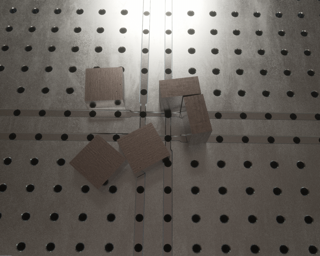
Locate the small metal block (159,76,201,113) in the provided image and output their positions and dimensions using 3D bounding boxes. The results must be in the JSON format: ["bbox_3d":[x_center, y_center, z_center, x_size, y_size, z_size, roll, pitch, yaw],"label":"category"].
[{"bbox_3d":[0.025,-0.044,0.415,0.050,0.050,0.025,-7,71,-3],"label":"small metal block"}]

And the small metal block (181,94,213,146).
[{"bbox_3d":[0.046,-0.009,0.402,0.025,0.050,0.050,-10,71,-4],"label":"small metal block"}]

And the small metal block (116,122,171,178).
[{"bbox_3d":[-0.021,0.029,0.401,0.050,0.025,0.050,-27,73,-10],"label":"small metal block"}]

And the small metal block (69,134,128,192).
[{"bbox_3d":[-0.077,0.045,0.394,0.050,0.025,0.050,39,74,12],"label":"small metal block"}]

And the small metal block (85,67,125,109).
[{"bbox_3d":[-0.076,-0.056,0.431,0.050,0.025,0.050,-3,70,-2],"label":"small metal block"}]
